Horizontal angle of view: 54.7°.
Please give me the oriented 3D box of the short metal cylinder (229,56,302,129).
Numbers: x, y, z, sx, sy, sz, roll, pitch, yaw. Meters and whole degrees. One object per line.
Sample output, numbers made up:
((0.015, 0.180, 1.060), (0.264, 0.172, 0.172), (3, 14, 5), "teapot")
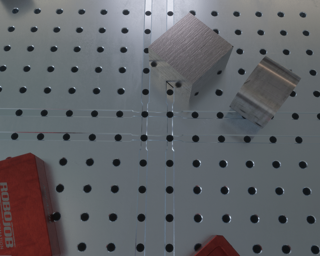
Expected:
((0.135, -0.045, 0.400), (0.050, 0.080, 0.080), (37, 74, 12), "short metal cylinder")

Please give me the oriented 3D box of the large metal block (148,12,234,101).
((0.041, -0.100, 0.435), (0.080, 0.050, 0.080), (43, 75, 14), "large metal block")

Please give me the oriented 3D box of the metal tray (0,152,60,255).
((-0.180, 0.104, 0.370), (0.091, 0.030, 0.130), (-16, 71, -6), "metal tray")

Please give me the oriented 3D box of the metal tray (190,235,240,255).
((0.075, 0.196, 0.337), (0.090, 0.030, 0.130), (-38, 75, -13), "metal tray")
